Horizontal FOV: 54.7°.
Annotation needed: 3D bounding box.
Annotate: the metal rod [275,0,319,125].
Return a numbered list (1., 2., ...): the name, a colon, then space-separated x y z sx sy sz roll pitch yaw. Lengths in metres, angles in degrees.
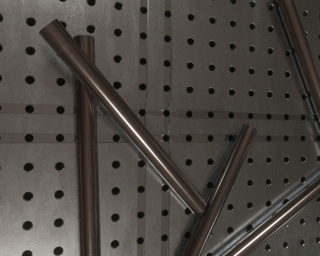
1. metal rod: 0.252 -0.074 0.507 0.025 0.025 0.299 -27 99 -18

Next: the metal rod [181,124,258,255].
1. metal rod: 0.067 0.132 0.438 0.025 0.025 0.299 30 80 -18

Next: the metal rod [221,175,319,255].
1. metal rod: 0.175 0.149 0.479 0.302 0.025 0.025 -31 101 -18

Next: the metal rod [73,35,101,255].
1. metal rod: -0.089 0.039 0.380 0.025 0.025 0.298 -2 91 -20

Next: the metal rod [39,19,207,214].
1. metal rod: -0.032 0.001 0.383 0.025 0.025 0.300 -44 111 -15
